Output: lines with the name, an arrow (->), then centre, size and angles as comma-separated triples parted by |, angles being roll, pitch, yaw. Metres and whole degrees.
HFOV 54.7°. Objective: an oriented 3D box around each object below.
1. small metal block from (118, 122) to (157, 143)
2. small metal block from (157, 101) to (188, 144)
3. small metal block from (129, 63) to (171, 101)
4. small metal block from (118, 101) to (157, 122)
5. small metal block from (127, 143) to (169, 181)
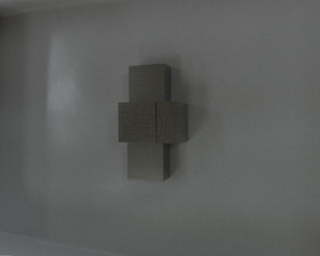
small metal block -> -0.020, 0.005, 0.402 | 0.050, 0.050, 0.025 | 0, 90, 20
small metal block -> 0.016, -0.007, 0.390 | 0.025, 0.050, 0.050 | 0, 90, 20
small metal block -> -0.013, -0.057, 0.413 | 0.050, 0.025, 0.050 | 0, 90, 20
small metal block -> -0.020, -0.020, 0.402 | 0.050, 0.050, 0.025 | 0, 90, 20
small metal block -> -0.015, 0.043, 0.414 | 0.050, 0.025, 0.050 | 0, 90, 20
